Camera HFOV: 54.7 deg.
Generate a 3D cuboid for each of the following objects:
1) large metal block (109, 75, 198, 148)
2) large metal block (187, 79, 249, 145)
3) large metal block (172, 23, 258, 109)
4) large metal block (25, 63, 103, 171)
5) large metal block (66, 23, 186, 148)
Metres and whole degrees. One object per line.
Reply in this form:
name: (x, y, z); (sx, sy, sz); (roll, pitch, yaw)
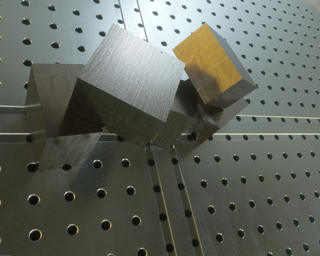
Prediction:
large metal block: (-0.009, -0.024, 0.383); (0.081, 0.080, 0.050); (17, 55, -19)
large metal block: (0.069, -0.036, 0.453); (0.081, 0.050, 0.080); (-35, 81, -39)
large metal block: (0.071, -0.074, 0.389); (0.080, 0.050, 0.080); (1, 57, -61)
large metal block: (-0.104, -0.010, 0.323); (0.050, 0.080, 0.080); (-6, 65, -31)
large metal block: (-0.030, -0.041, 0.298); (0.080, 0.050, 0.080); (27, 52, -11)
